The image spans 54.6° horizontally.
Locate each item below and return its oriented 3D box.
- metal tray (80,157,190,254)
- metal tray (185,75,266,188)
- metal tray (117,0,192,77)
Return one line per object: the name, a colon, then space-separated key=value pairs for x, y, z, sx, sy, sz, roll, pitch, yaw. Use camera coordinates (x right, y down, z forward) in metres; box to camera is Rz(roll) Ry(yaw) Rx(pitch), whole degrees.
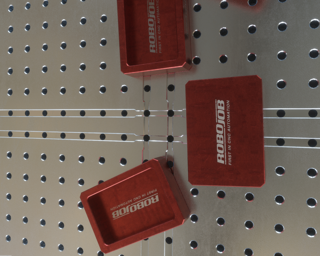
metal tray: x=-0.036 y=0.105 z=0.423 sx=0.130 sy=0.030 sz=0.090 roll=-27 pitch=81 yaw=18
metal tray: x=0.080 y=0.005 z=0.382 sx=0.090 sy=0.030 sz=0.129 roll=-2 pitch=89 yaw=20
metal tray: x=-0.009 y=-0.138 z=0.413 sx=0.090 sy=0.030 sz=0.129 roll=-4 pitch=89 yaw=20
